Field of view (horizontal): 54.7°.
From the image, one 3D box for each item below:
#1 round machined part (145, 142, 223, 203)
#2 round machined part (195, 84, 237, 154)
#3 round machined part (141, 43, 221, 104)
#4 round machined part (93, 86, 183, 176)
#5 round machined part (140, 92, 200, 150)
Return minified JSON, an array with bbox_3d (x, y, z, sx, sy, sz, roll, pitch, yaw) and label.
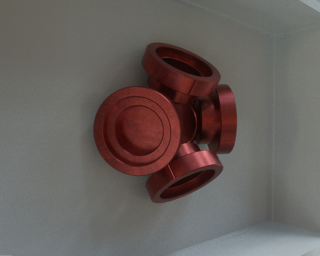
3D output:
[{"bbox_3d":[0.027,0.054,0.393,0.099,0.097,0.042,-2,55,-40],"label":"round machined part"},{"bbox_3d":[0.071,-0.012,0.432,0.042,0.098,0.097,-2,92,-4],"label":"round machined part"},{"bbox_3d":[0.023,-0.066,0.390,0.099,0.098,0.042,-5,131,-40],"label":"round machined part"},{"bbox_3d":[-0.021,0.002,0.353,0.042,0.098,0.097,-24,109,-77],"label":"round machined part"},{"bbox_3d":[0.014,-0.006,0.406,0.099,0.042,0.097,0,90,-40],"label":"round machined part"}]
